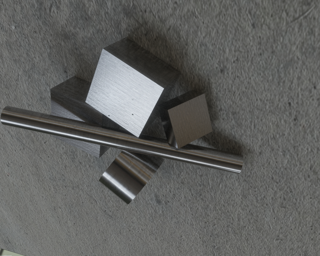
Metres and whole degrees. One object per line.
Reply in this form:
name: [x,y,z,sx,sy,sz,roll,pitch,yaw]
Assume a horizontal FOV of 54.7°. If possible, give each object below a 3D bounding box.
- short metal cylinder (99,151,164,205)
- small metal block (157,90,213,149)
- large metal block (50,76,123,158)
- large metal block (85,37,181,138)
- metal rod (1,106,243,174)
short metal cylinder: [-0.039,0.058,0.429,0.050,0.080,0.080,39,129,1]
small metal block: [0.030,-0.011,0.366,0.025,0.050,0.050,29,140,58]
large metal block: [-0.103,-0.016,0.436,0.080,0.050,0.079,23,127,14]
large metal block: [-0.034,-0.049,0.376,0.080,0.050,0.079,34,129,5]
metal rod: [-0.048,0.015,0.389,0.302,0.025,0.025,12,125,2]
